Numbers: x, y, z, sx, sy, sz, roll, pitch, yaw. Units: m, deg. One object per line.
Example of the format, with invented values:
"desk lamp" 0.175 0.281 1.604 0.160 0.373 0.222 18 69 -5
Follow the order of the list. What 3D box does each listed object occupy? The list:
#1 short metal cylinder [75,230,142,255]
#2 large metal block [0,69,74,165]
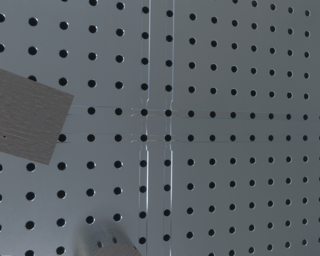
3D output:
"short metal cylinder" -0.062 0.172 0.377 0.081 0.050 0.079 0 90 -20
"large metal block" -0.150 -0.011 0.344 0.080 0.050 0.080 20 83 -19
